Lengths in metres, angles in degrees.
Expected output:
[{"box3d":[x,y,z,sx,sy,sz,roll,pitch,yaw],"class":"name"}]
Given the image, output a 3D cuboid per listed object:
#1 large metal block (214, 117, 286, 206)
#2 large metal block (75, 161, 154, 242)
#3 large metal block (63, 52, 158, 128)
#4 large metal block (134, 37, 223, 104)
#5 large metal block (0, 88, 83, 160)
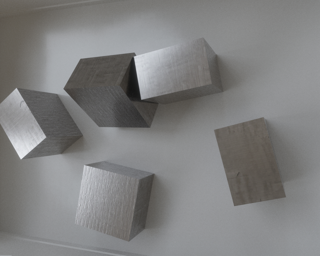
[{"box3d":[0.102,0.034,0.345,0.050,0.080,0.080,-16,85,19],"class":"large metal block"},{"box3d":[-0.060,0.095,0.418,0.080,0.050,0.080,11,94,19],"class":"large metal block"},{"box3d":[-0.056,-0.044,0.388,0.080,0.080,0.050,1,56,28],"class":"large metal block"},{"box3d":[0.026,-0.063,0.372,0.080,0.080,0.050,-11,87,19],"class":"large metal block"},{"box3d":[-0.170,-0.006,0.441,0.050,0.080,0.080,-38,78,16],"class":"large metal block"}]
